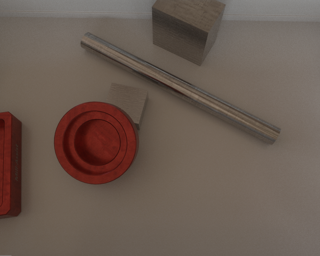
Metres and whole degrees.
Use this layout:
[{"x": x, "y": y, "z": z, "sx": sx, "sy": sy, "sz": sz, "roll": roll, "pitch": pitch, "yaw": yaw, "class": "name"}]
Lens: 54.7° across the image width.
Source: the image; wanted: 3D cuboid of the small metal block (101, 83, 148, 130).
[{"x": -0.046, "y": -0.029, "z": 0.420, "sx": 0.050, "sy": 0.025, "sz": 0.050, "roll": 12, "pitch": 70, "yaw": 4, "class": "small metal block"}]

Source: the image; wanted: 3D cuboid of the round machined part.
[{"x": -0.074, "y": 0.017, "z": 0.382, "sx": 0.099, "sy": 0.042, "sz": 0.097, "roll": 0, "pitch": 93, "yaw": 5, "class": "round machined part"}]

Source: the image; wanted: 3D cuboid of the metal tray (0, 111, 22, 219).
[{"x": -0.225, "y": 0.049, "z": 0.386, "sx": 0.091, "sy": 0.030, "sz": 0.129, "roll": -8, "pitch": 70, "yaw": -3, "class": "metal tray"}]

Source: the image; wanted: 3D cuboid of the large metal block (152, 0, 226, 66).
[{"x": 0.037, "y": -0.143, "z": 0.433, "sx": 0.080, "sy": 0.080, "sz": 0.050, "roll": 28, "pitch": 72, "yaw": 9, "class": "large metal block"}]

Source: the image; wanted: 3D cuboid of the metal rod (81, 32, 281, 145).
[{"x": 0.022, "y": -0.059, "z": 0.431, "sx": 0.301, "sy": 0.025, "sz": 0.025, "roll": 28, "pitch": 72, "yaw": 9, "class": "metal rod"}]
